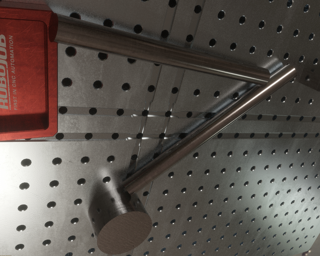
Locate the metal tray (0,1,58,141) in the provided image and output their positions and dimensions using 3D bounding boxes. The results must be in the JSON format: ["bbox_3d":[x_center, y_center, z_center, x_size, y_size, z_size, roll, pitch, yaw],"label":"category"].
[{"bbox_3d":[-0.147,-0.051,0.296,0.091,0.030,0.129,-5,121,-26],"label":"metal tray"}]

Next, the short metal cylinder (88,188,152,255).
[{"bbox_3d":[-0.058,0.134,0.448,0.081,0.050,0.079,-14,125,-21],"label":"short metal cylinder"}]

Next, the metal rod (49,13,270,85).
[{"bbox_3d":[0.028,-0.080,0.358,0.302,0.025,0.025,3,117,-37],"label":"metal rod"}]

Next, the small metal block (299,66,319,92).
[{"bbox_3d":[0.263,-0.078,0.494,0.050,0.050,0.025,-10,123,-24],"label":"small metal block"}]

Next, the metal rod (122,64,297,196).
[{"bbox_3d":[0.075,0.000,0.454,0.301,0.025,0.025,-35,129,-5],"label":"metal rod"}]
